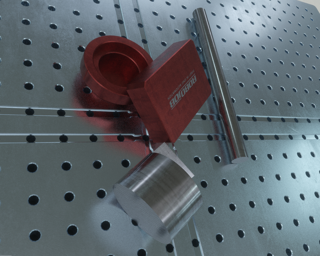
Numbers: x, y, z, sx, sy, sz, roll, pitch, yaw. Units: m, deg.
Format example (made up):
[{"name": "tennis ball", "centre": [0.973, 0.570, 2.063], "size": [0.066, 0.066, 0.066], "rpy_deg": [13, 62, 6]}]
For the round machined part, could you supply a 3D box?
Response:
[{"name": "round machined part", "centre": [-0.057, -0.071, 0.411], "size": [0.099, 0.042, 0.098], "rpy_deg": [14, 56, -21]}]

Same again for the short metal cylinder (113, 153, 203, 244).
[{"name": "short metal cylinder", "centre": [-0.003, 0.072, 0.324], "size": [0.080, 0.080, 0.050], "rpy_deg": [47, 61, 4]}]

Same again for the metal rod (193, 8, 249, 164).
[{"name": "metal rod", "centre": [0.094, -0.085, 0.512], "size": [0.025, 0.025, 0.299], "rpy_deg": [6, 59, -26]}]

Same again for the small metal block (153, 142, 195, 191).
[{"name": "small metal block", "centre": [0.012, 0.046, 0.369], "size": [0.025, 0.050, 0.050], "rpy_deg": [-41, 85, -6]}]

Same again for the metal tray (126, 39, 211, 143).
[{"name": "metal tray", "centre": [0.019, -0.052, 0.418], "size": [0.131, 0.030, 0.090], "rpy_deg": [-50, 125, -40]}]
